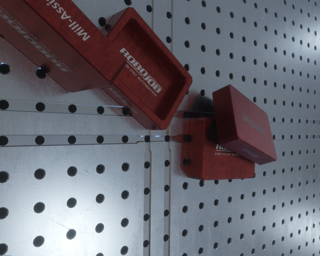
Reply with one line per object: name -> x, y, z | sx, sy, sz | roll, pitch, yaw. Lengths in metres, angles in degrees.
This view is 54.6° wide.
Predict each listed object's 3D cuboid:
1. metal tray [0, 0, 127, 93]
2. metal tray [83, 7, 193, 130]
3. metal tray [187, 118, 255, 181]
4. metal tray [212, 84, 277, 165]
metal tray -> -0.103, -0.088, 0.279 | 0.130, 0.090, 0.030 | 44, 64, -31
metal tray -> -0.023, -0.069, 0.385 | 0.130, 0.030, 0.090 | 43, 64, -31
metal tray -> 0.101, 0.034, 0.490 | 0.131, 0.030, 0.090 | 6, 86, -40
metal tray -> 0.135, -0.002, 0.486 | 0.131, 0.030, 0.090 | 25, 52, -42
